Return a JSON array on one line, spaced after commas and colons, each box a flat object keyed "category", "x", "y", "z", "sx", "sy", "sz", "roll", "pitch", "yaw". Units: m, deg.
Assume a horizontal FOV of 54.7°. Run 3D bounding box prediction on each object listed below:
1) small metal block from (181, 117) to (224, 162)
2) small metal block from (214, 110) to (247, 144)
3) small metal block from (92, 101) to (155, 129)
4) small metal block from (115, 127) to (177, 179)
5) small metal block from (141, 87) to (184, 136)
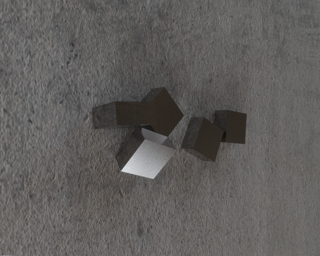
[{"category": "small metal block", "x": 0.063, "y": 0.017, "z": 0.457, "sx": 0.050, "sy": 0.025, "sz": 0.050, "roll": 31, "pitch": 71, "yaw": -36}, {"category": "small metal block", "x": 0.113, "y": -0.001, "z": 0.499, "sx": 0.050, "sy": 0.025, "sz": 0.050, "roll": 7, "pitch": 86, "yaw": -40}, {"category": "small metal block", "x": -0.042, "y": -0.014, "z": 0.352, "sx": 0.050, "sy": 0.050, "sz": 0.025, "roll": -2, "pitch": 86, "yaw": -40}, {"category": "small metal block", "x": -0.017, "y": 0.031, "z": 0.374, "sx": 0.050, "sy": 0.025, "sz": 0.050, "roll": 21, "pitch": 114, "yaw": -38}, {"category": "small metal block", "x": -0.003, "y": -0.017, "z": 0.402, "sx": 0.050, "sy": 0.025, "sz": 0.050, "roll": -52, "pitch": 120, "yaw": -27}]
